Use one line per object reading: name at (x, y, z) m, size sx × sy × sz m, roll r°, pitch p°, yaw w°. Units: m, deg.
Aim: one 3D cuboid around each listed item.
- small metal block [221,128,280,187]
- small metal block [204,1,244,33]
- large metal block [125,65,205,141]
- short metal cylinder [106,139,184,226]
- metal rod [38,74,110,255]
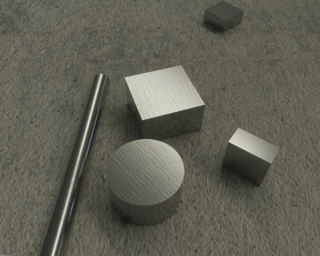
small metal block at (0.104, 0.034, 0.359) m, size 0.050 × 0.050 × 0.025 m, roll 28°, pitch 56°, yaw 21°
small metal block at (0.119, -0.209, 0.581) m, size 0.050 × 0.025 × 0.050 m, roll -34°, pitch 58°, yaw -25°
large metal block at (0.004, -0.032, 0.414) m, size 0.081 × 0.050 × 0.080 m, roll -15°, pitch 52°, yaw -12°
short metal cylinder at (-0.015, 0.059, 0.337) m, size 0.081 × 0.050 × 0.080 m, roll 0°, pitch 50°, yaw 0°
metal rod at (-0.097, 0.043, 0.365) m, size 0.025 × 0.025 × 0.300 m, roll 3°, pitch 50°, yaw 2°
